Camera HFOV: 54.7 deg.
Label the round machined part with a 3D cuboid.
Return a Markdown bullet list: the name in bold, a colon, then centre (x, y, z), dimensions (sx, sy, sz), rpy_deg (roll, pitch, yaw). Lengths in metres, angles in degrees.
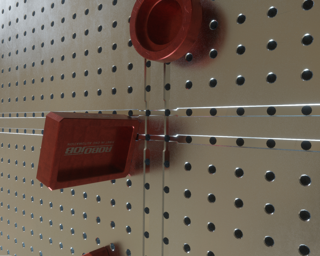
- **round machined part**: centre (0.011, -0.130, 0.387), dimensions (0.098, 0.042, 0.097), rpy_deg (0, 90, 39)

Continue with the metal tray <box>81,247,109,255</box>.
- **metal tray**: centre (-0.102, 0.266, 0.487), dimensions (0.090, 0.030, 0.130), rpy_deg (-35, 69, 34)

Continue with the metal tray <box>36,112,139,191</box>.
- **metal tray**: centre (-0.091, 0.027, 0.413), dimensions (0.030, 0.131, 0.089), rpy_deg (21, 103, 38)
